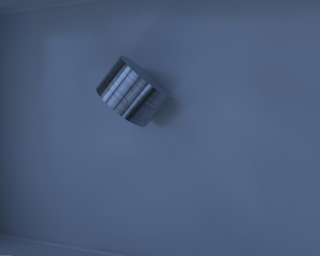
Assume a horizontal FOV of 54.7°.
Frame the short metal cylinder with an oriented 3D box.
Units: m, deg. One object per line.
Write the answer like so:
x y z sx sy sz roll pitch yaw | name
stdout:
-0.033 -0.046 0.392 0.080 0.080 0.050 44 104 14 | short metal cylinder
